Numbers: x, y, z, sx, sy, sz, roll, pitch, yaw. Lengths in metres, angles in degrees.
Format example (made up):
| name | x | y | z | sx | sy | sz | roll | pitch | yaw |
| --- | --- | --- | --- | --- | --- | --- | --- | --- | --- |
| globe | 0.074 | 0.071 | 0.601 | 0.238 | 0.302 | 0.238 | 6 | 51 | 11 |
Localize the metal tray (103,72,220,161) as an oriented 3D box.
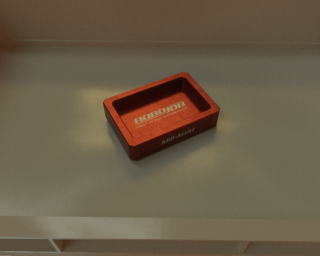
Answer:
| name | x | y | z | sx | sy | sz | roll | pitch | yaw |
| --- | --- | --- | --- | --- | --- | --- | --- | --- | --- |
| metal tray | 0.002 | -0.021 | 0.415 | 0.131 | 0.030 | 0.090 | -22 | 54 | -18 |
